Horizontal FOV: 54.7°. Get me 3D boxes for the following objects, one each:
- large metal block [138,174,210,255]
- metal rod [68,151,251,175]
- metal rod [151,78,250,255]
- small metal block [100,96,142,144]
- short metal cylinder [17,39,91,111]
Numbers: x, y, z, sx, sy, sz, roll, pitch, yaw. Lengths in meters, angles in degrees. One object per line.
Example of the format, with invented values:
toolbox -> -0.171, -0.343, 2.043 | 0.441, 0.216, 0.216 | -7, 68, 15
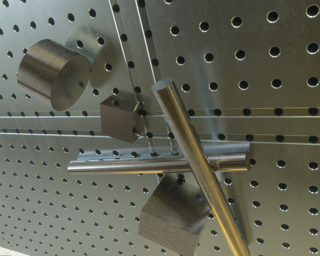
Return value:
large metal block -> 0.025, 0.122, 0.438 | 0.080, 0.080, 0.050 | 20, 126, 16
metal rod -> -0.020, 0.054, 0.455 | 0.300, 0.025, 0.025 | -6, 115, 31
metal rod -> 0.062, 0.071, 0.391 | 0.025, 0.025, 0.299 | -8, 124, 31
small metal block -> -0.054, -0.011, 0.433 | 0.050, 0.025, 0.050 | 16, 125, 19
short metal cylinder -> -0.136, -0.068, 0.405 | 0.050, 0.080, 0.079 | 28, 128, 10
